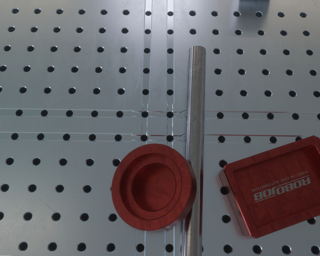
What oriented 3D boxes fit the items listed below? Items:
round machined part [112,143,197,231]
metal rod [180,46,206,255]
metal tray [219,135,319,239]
[{"bbox_3d":[-0.004,0.070,0.365,0.098,0.042,0.098,-8,68,20],"label":"round machined part"},{"bbox_3d":[0.044,0.027,0.401,0.025,0.025,0.299,4,70,1],"label":"metal rod"},{"bbox_3d":[0.151,0.072,0.383,0.131,0.030,0.090,-17,71,-7],"label":"metal tray"}]
